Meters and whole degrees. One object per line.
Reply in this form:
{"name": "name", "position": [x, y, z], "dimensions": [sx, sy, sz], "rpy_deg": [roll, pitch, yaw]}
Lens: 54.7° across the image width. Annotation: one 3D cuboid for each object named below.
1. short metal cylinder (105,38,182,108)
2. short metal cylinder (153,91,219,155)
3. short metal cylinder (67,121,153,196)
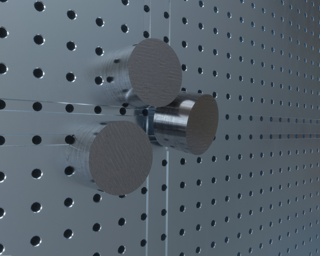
{"name": "short metal cylinder", "position": [-0.019, -0.064, 0.378], "dimensions": [0.081, 0.050, 0.079], "rpy_deg": [0, 90, -40]}
{"name": "short metal cylinder", "position": [0.036, -0.008, 0.412], "dimensions": [0.081, 0.050, 0.079], "rpy_deg": [-21, 116, -49]}
{"name": "short metal cylinder", "position": [-0.055, 0.032, 0.348], "dimensions": [0.081, 0.050, 0.079], "rpy_deg": [0, 90, -40]}
